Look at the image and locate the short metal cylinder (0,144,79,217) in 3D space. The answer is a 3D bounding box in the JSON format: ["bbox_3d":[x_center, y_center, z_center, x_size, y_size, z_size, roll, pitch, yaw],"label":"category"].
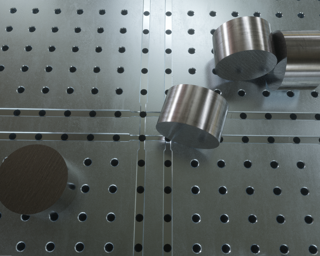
[{"bbox_3d":[-0.145,0.065,0.373,0.081,0.050,0.080,0,70,0],"label":"short metal cylinder"}]

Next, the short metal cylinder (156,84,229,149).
[{"bbox_3d":[0.041,-0.012,0.388,0.080,0.080,0.050,17,71,5],"label":"short metal cylinder"}]

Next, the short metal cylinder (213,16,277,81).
[{"bbox_3d":[0.114,-0.105,0.422,0.081,0.080,0.050,-1,70,-1],"label":"short metal cylinder"}]

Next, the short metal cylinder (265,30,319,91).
[{"bbox_3d":[0.180,-0.091,0.418,0.050,0.080,0.080,-1,70,-1],"label":"short metal cylinder"}]
